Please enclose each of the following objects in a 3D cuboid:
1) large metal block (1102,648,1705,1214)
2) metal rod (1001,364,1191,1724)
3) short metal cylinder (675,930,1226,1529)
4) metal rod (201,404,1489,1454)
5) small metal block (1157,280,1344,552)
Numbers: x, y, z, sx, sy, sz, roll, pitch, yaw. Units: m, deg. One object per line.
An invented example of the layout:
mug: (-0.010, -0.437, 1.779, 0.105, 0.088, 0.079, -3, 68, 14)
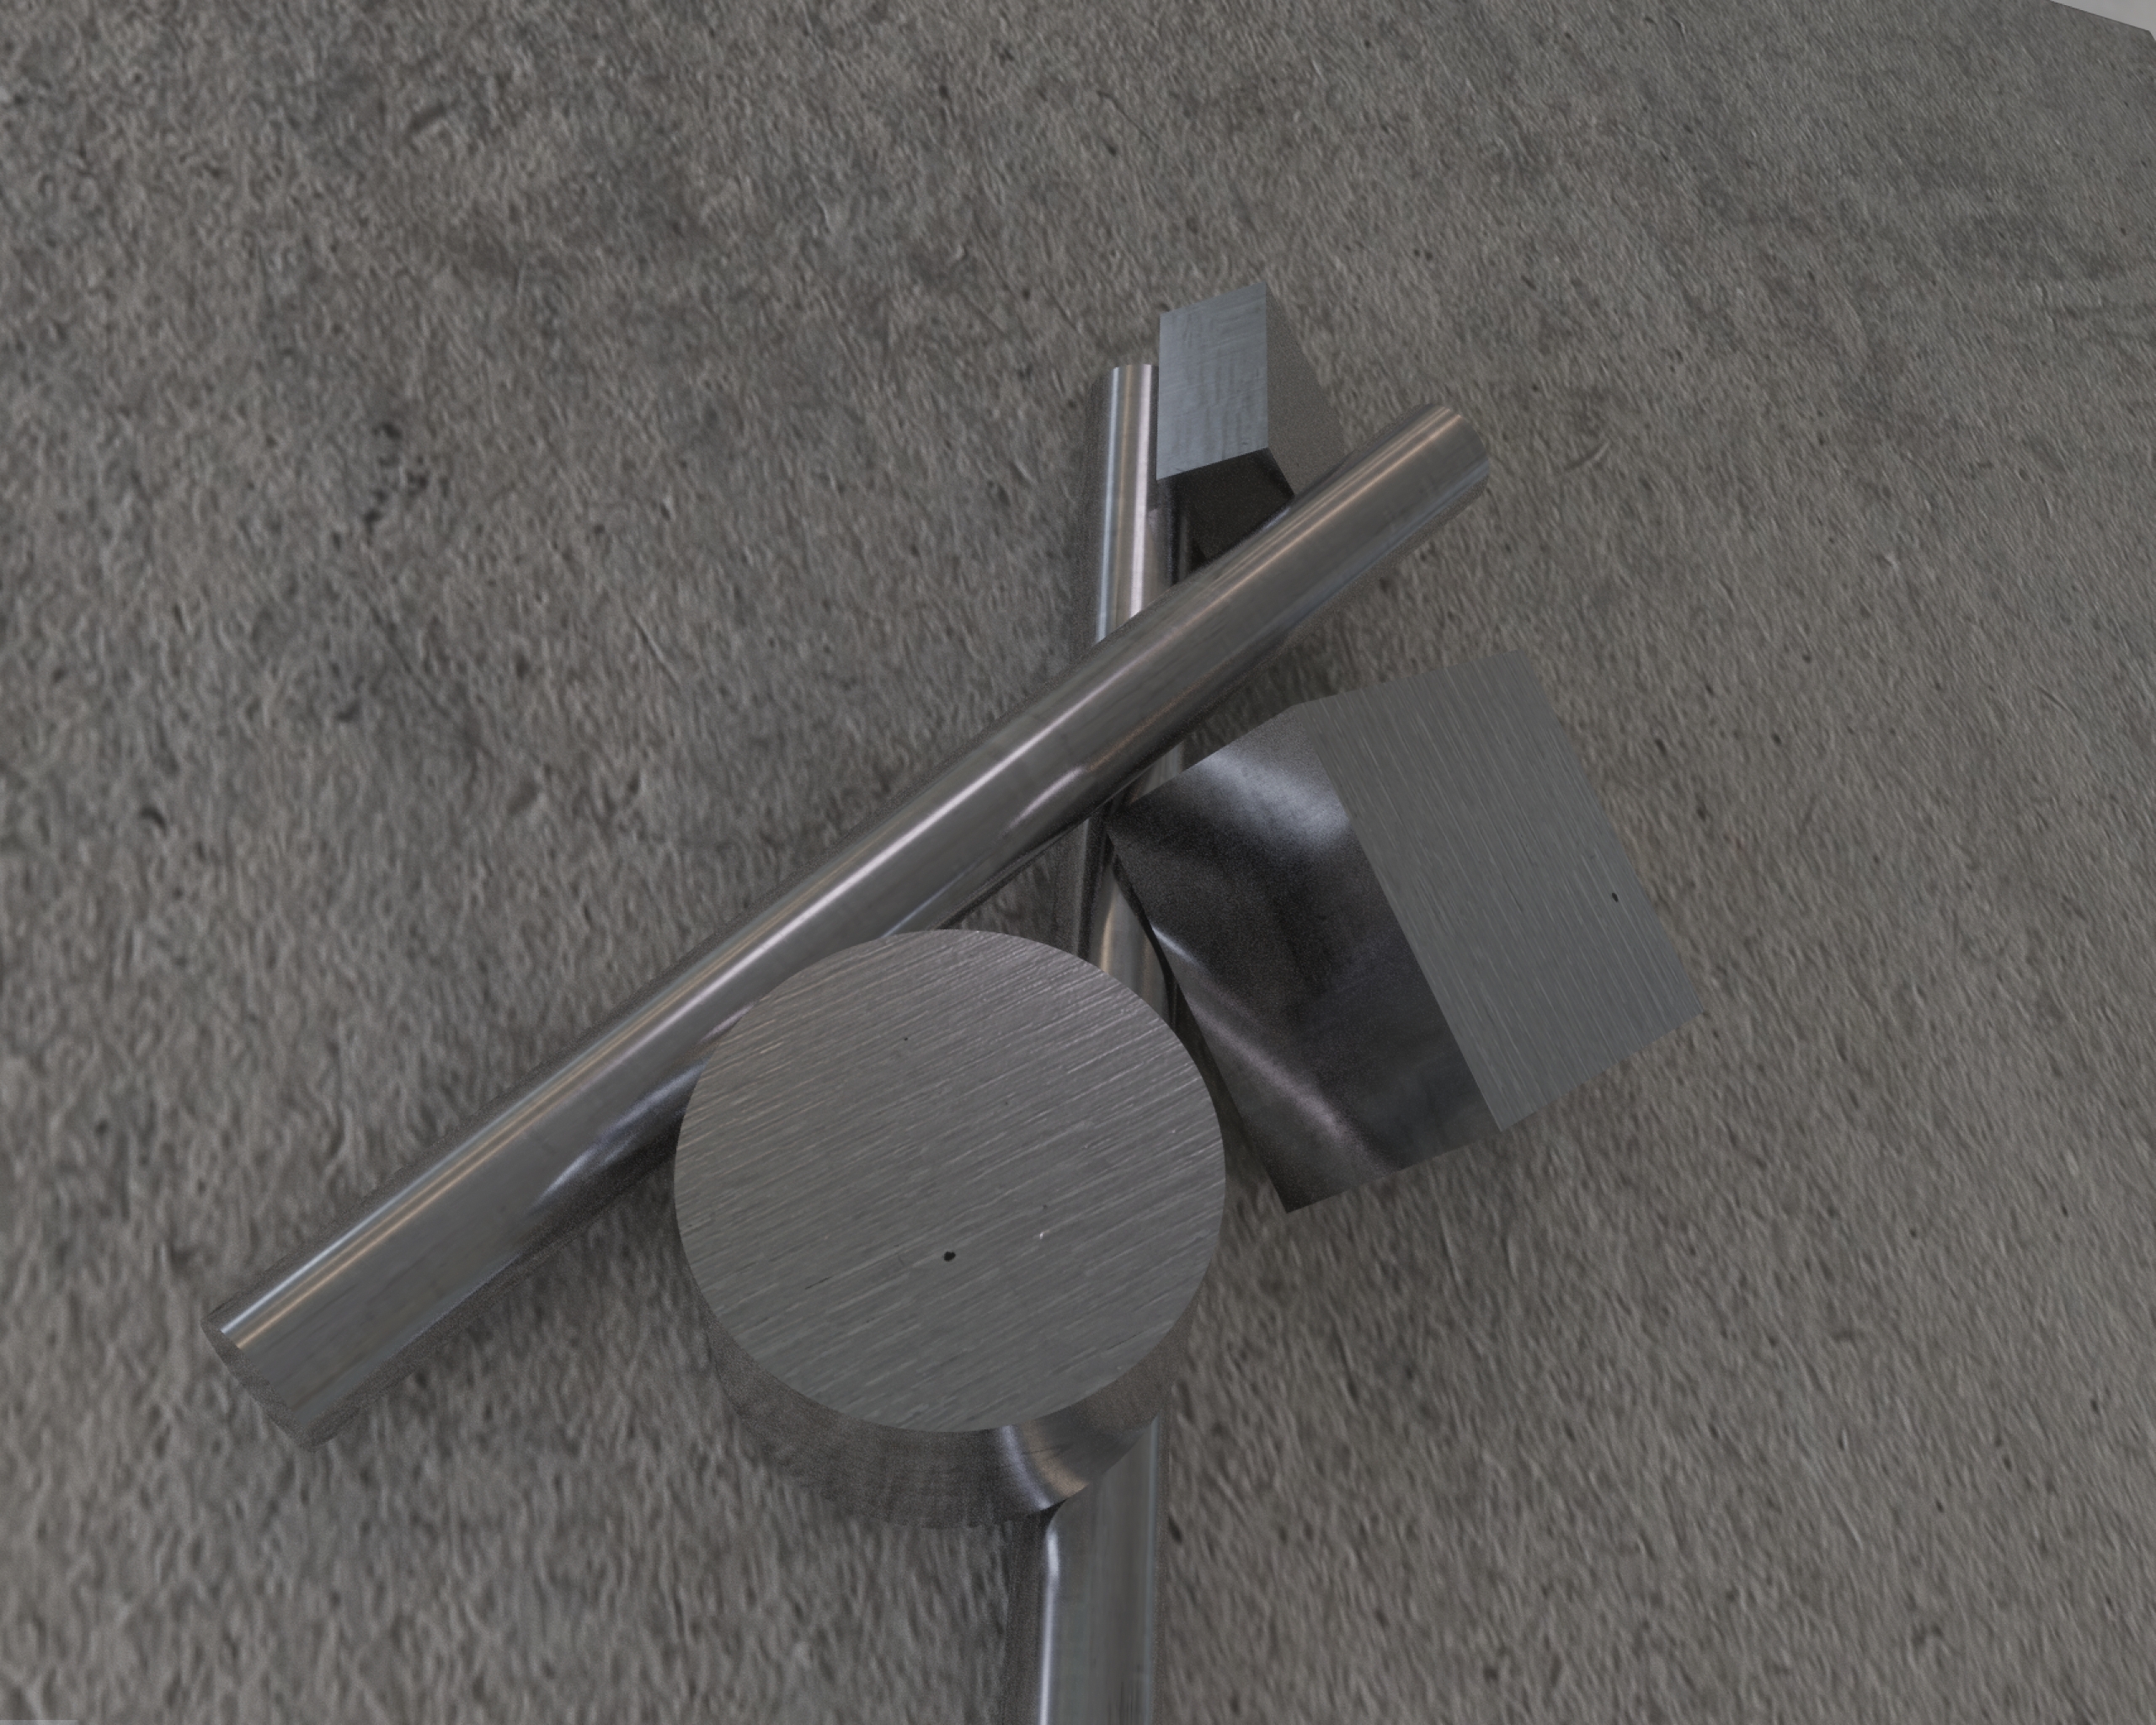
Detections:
large metal block: (0.063, 0.011, 0.398, 0.081, 0.050, 0.080, -17, 80, -48)
metal rod: (0.007, 0.022, 0.395, 0.025, 0.025, 0.300, 16, 55, -19)
short metal cylinder: (-0.020, 0.057, 0.327, 0.081, 0.050, 0.080, 2, 57, -3)
metal rod: (-0.019, -0.007, 0.377, 0.025, 0.025, 0.302, 47, 58, 5)
small metal block: (0.040, -0.092, 0.466, 0.050, 0.025, 0.050, 49, 35, -49)
